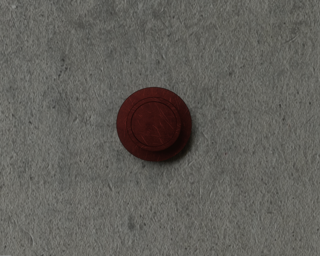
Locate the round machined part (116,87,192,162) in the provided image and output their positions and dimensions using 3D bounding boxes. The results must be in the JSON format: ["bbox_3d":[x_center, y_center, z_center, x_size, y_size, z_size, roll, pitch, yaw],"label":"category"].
[{"bbox_3d":[-0.008,-0.005,0.402,0.099,0.042,0.097,0,90,-1],"label":"round machined part"}]
